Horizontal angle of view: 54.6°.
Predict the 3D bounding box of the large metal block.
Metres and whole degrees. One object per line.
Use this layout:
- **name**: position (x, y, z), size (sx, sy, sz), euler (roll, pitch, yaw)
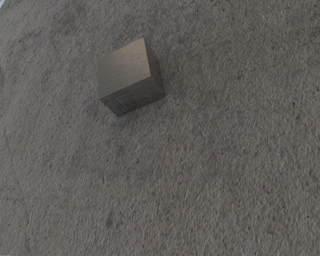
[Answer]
- **large metal block**: position (-0.043, -0.074, 0.457), size (0.080, 0.050, 0.080), euler (-22, 54, 15)
